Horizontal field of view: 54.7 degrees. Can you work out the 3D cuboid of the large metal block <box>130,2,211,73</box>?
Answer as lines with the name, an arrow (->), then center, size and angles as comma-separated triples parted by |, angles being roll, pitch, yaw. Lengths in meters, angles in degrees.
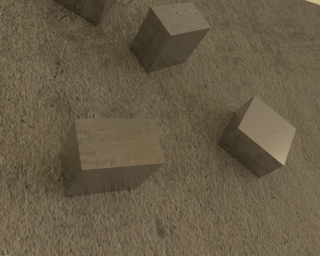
large metal block -> 0.014, -0.133, 0.457 | 0.081, 0.080, 0.050 | -24, 75, -36

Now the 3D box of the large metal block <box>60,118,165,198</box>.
large metal block -> -0.053, 0.031, 0.321 | 0.081, 0.080, 0.050 | -1, 63, -29

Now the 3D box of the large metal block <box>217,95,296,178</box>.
large metal block -> 0.144, 0.012, 0.457 | 0.080, 0.050, 0.080 | 39, 51, -2

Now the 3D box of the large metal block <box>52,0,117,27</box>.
large metal block -> -0.107, -0.211, 0.459 | 0.080, 0.050, 0.080 | 29, 52, -10
